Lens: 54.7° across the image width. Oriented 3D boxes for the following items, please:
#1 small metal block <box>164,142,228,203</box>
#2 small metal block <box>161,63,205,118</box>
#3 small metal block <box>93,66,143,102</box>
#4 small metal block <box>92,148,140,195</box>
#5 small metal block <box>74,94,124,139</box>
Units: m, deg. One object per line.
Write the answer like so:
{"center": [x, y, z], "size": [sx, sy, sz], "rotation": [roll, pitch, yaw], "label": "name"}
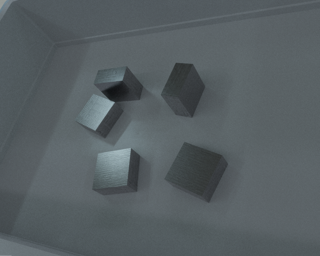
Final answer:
{"center": [0.041, 0.050, 0.354], "size": [0.050, 0.025, 0.050], "rotation": [19, 72, 35], "label": "small metal block"}
{"center": [0.031, -0.049, 0.403], "size": [0.025, 0.050, 0.050], "rotation": [12, 68, 33], "label": "small metal block"}
{"center": [-0.061, -0.064, 0.461], "size": [0.050, 0.050, 0.025], "rotation": [-2, 61, 27], "label": "small metal block"}
{"center": [-0.056, 0.057, 0.400], "size": [0.050, 0.025, 0.050], "rotation": [-11, 57, 22], "label": "small metal block"}
{"center": [-0.092, -0.019, 0.465], "size": [0.050, 0.025, 0.050], "rotation": [22, 74, 36], "label": "small metal block"}
